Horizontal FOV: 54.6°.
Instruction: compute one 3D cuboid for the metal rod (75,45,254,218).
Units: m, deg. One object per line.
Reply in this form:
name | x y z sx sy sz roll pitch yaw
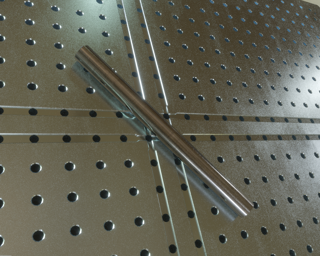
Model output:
metal rod | 0.004 0.003 0.407 0.300 0.025 0.025 44 51 2
